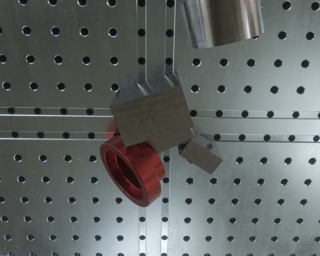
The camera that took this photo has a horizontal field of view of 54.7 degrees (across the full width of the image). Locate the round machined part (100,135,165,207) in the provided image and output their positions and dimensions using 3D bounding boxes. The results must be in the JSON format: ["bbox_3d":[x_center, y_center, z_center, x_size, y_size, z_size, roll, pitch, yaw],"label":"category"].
[{"bbox_3d":[-0.031,0.051,0.403,0.042,0.098,0.098,-35,112,-29],"label":"round machined part"}]

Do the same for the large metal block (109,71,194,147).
[{"bbox_3d":[-0.009,-0.026,0.375,0.080,0.080,0.050,-17,110,5],"label":"large metal block"}]

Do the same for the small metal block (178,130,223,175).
[{"bbox_3d":[0.052,0.028,0.411,0.050,0.050,0.025,32,107,-12],"label":"small metal block"}]

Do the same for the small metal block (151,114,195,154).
[{"bbox_3d":[0.014,0.003,0.401,0.050,0.050,0.025,-24,109,8],"label":"small metal block"}]

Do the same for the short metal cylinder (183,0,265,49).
[{"bbox_3d":[0.070,-0.123,0.340,0.080,0.080,0.050,-13,110,4],"label":"short metal cylinder"}]
